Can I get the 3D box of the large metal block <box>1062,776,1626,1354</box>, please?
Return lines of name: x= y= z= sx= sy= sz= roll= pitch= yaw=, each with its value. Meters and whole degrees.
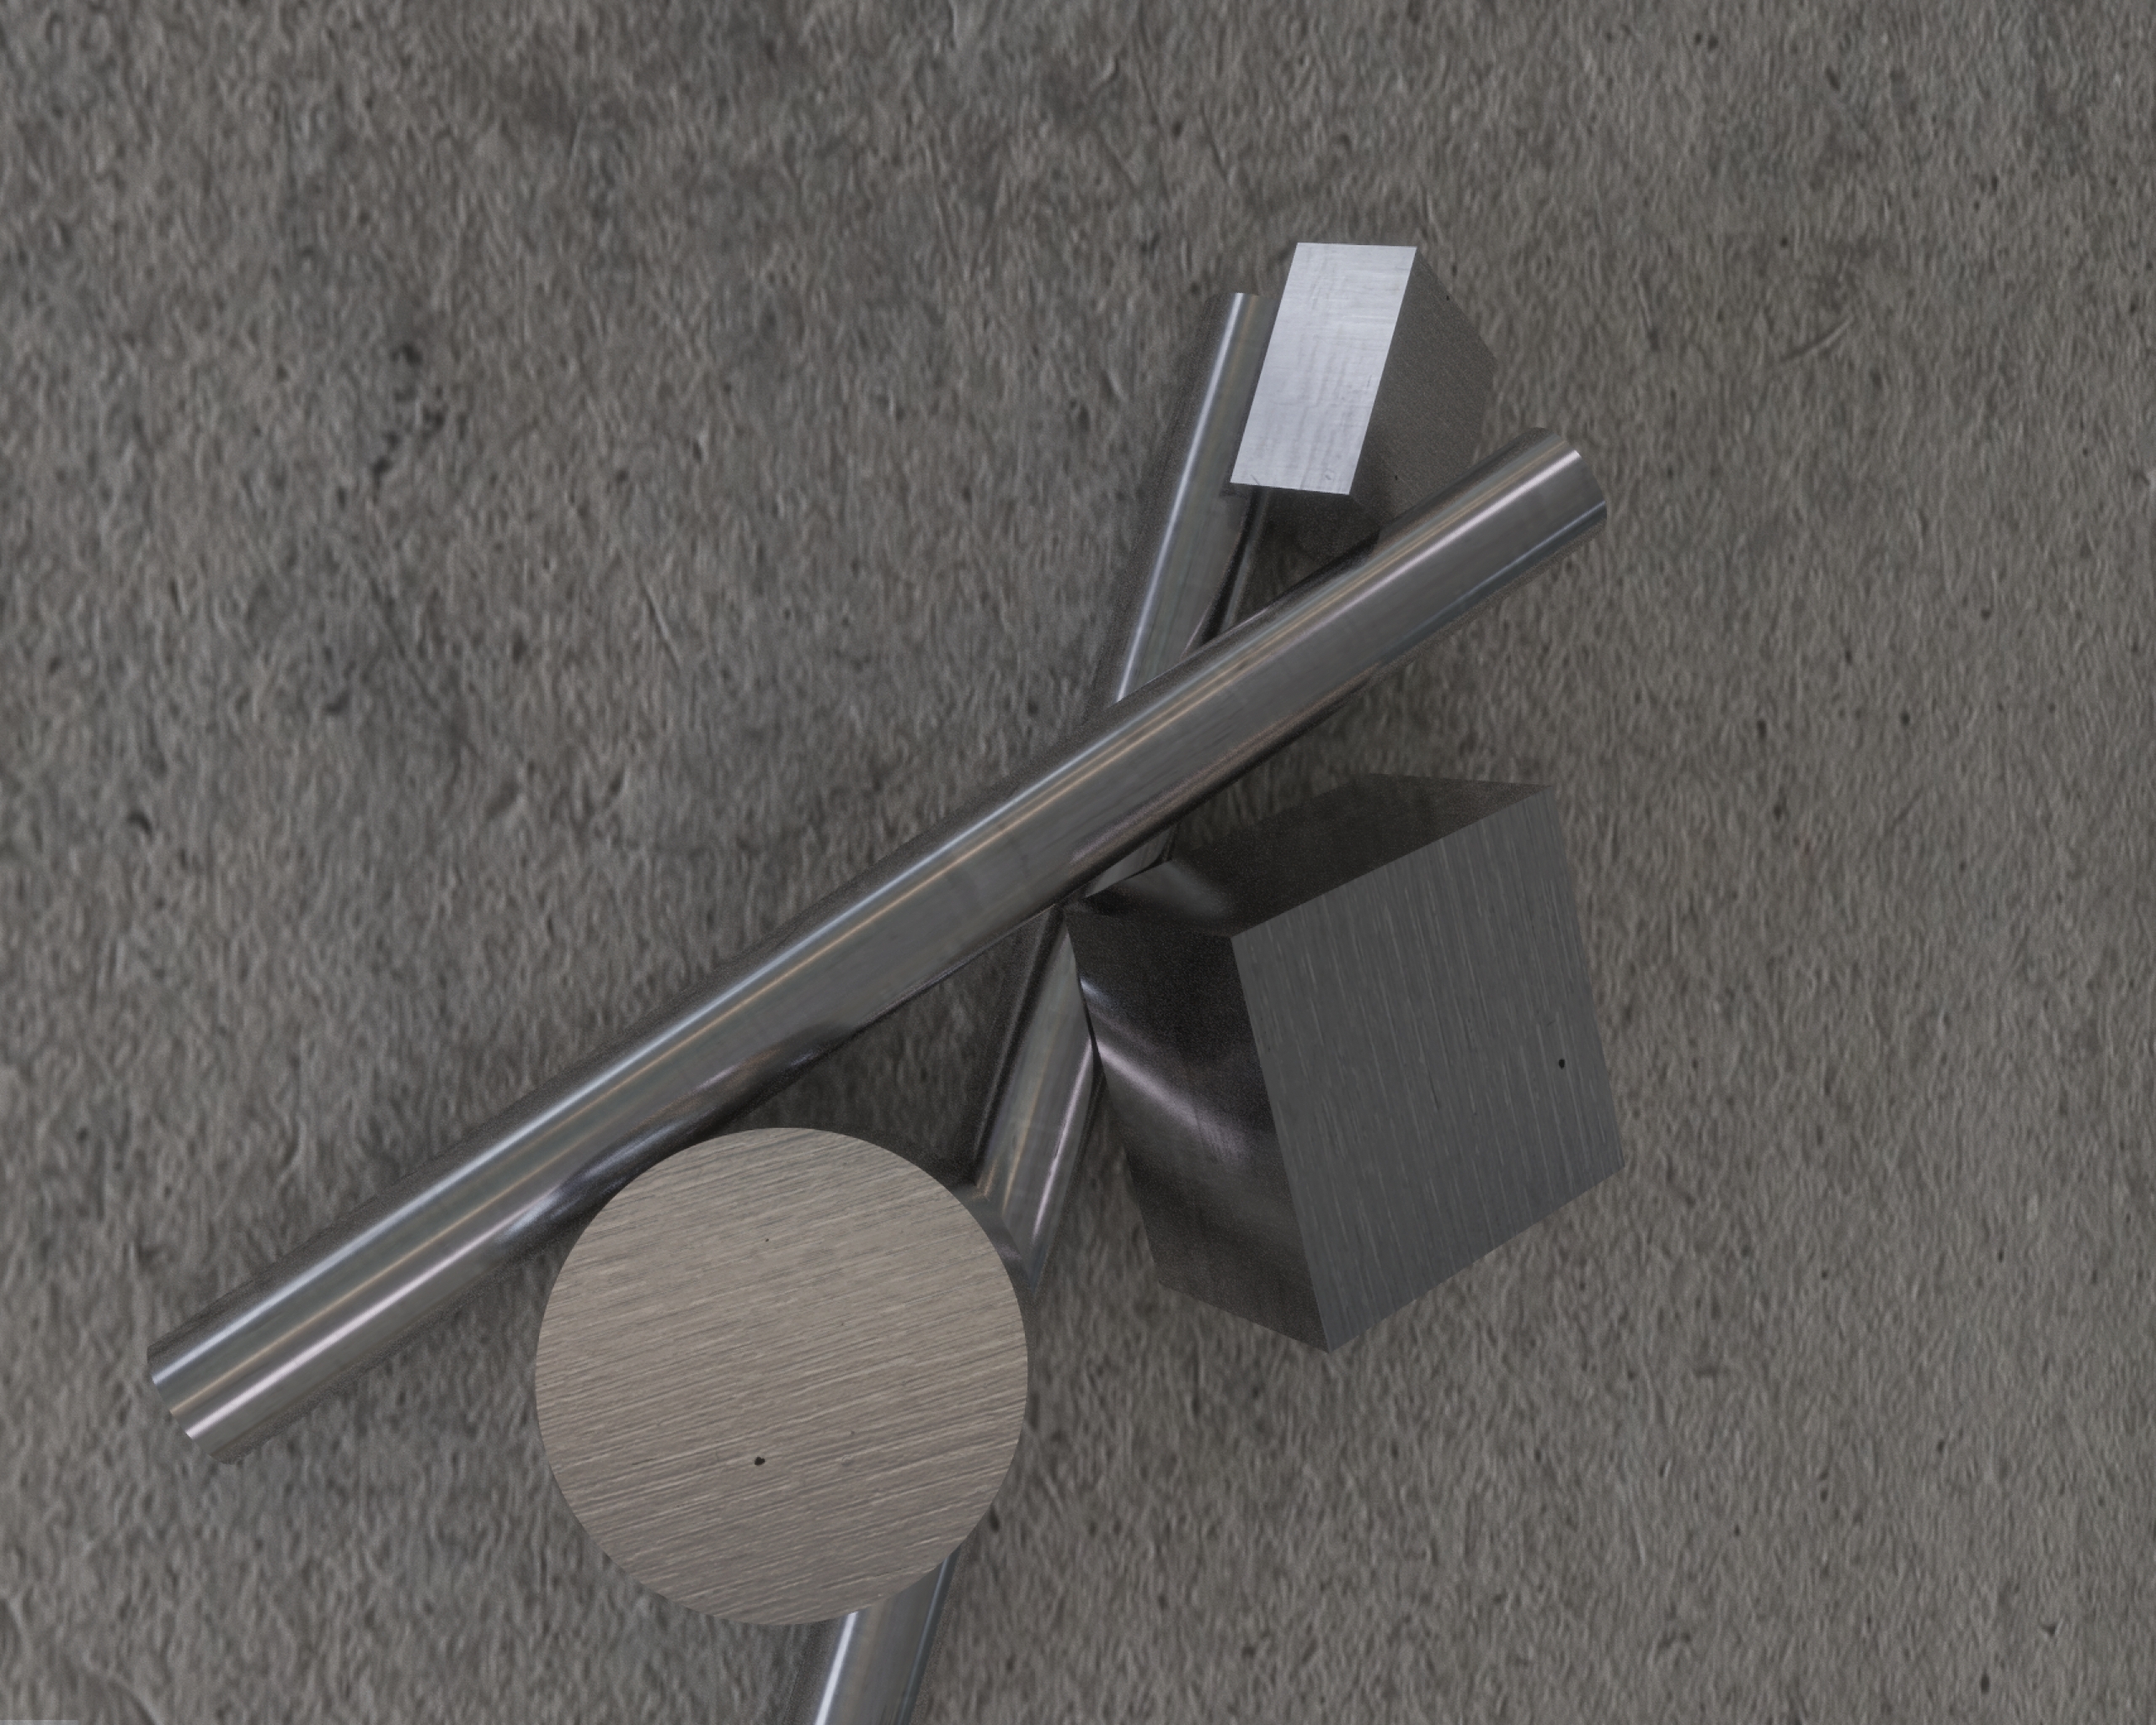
large metal block: x=0.053 y=0.034 z=0.401 sx=0.081 sy=0.050 sz=0.080 roll=-23 pitch=107 yaw=-31

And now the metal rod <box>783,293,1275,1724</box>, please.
metal rod: x=-0.004 y=0.033 z=0.408 sx=0.025 sy=0.025 sz=0.299 roll=18 pitch=84 yaw=-19

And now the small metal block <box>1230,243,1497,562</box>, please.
small metal block: x=0.058 y=-0.089 z=0.419 sx=0.050 sy=0.025 sz=0.050 roll=25 pitch=79 yaw=-59

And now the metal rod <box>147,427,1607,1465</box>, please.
metal rod: x=-0.028 y=0.009 z=0.382 sx=0.301 sy=0.025 sz=0.025 roll=-34 pitch=102 yaw=-10

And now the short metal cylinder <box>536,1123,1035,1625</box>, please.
short metal cylinder: x=-0.048 y=0.086 z=0.366 sx=0.080 sy=0.050 sz=0.080 roll=0 pitch=84 yaw=0
